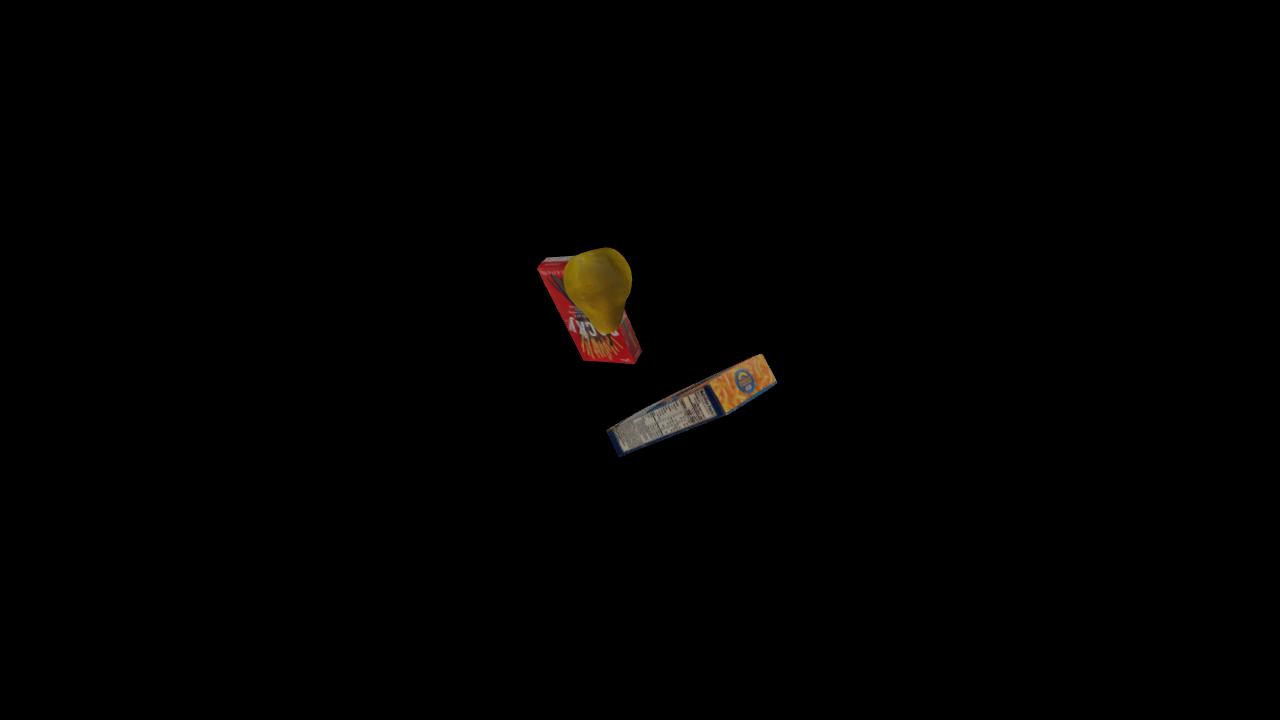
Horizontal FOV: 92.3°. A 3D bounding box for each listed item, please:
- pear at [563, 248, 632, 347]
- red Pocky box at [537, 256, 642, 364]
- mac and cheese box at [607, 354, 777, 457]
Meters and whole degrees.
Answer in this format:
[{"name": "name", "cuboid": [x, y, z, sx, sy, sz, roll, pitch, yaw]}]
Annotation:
[{"name": "pear", "cuboid": [-0.043, -0.066, 0.685, 0.080, 0.111, 0.080, -13, 8, 2]}, {"name": "red Pocky box", "cuboid": [-0.059, -0.059, 0.760, 0.083, 0.155, 0.028, 2, 45, 29]}, {"name": "mac and cheese box", "cuboid": [0.050, 0.052, 0.667, 0.093, 0.041, 0.184, -23, -5, -42]}]
